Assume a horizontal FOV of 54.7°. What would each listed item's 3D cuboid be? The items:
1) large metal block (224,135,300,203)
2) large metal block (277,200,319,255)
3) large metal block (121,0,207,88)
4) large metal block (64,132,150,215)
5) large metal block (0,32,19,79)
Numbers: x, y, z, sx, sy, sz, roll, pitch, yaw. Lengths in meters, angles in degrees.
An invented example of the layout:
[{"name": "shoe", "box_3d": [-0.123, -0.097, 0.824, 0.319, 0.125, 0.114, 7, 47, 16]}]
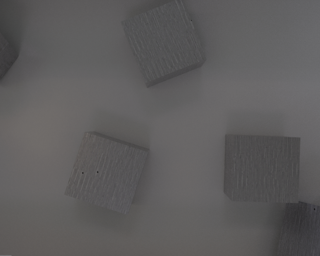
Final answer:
[{"name": "large metal block", "box_3d": [0.129, 0.050, 0.400, 0.081, 0.050, 0.080, 2, 90, 0]}, {"name": "large metal block", "box_3d": [0.196, 0.136, 0.374, 0.050, 0.080, 0.080, 17, 82, -29]}, {"name": "large metal block", "box_3d": [0.005, -0.106, 0.399, 0.080, 0.050, 0.080, -22, 90, 0]}, {"name": "large metal block", "box_3d": [-0.065, 0.055, 0.398, 0.080, 0.050, 0.080, 18, 90, 0]}, {"name": "large metal block", "box_3d": [-0.235, -0.106, 0.377, 0.080, 0.080, 0.050, 31, 77, 0]}]
